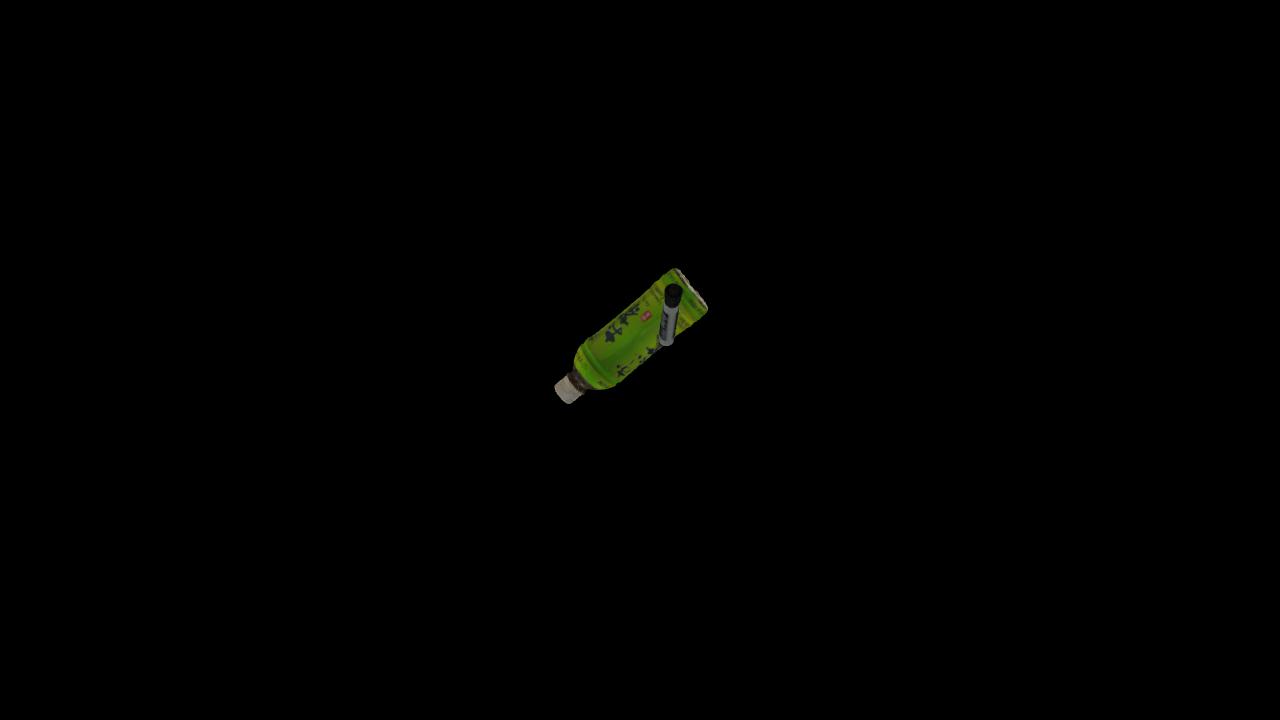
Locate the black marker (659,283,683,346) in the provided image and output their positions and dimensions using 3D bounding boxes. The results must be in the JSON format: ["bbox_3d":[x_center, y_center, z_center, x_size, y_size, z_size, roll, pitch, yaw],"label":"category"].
[{"bbox_3d":[0.033,-0.048,0.676,0.020,0.020,0.121,0,-23,-2],"label":"black marker"}]

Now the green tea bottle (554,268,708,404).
[{"bbox_3d":[-0.017,-0.021,0.754,0.212,0.073,0.073,-40,-9,11],"label":"green tea bottle"}]
